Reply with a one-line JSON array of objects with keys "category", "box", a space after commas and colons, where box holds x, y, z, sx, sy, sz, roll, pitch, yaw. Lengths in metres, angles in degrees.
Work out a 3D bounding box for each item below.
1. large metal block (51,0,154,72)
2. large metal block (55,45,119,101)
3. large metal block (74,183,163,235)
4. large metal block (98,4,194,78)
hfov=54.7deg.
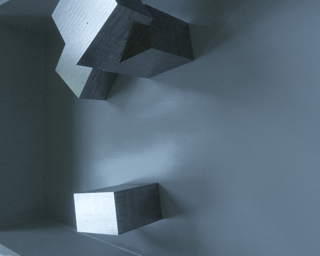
[{"category": "large metal block", "box": [-0.066, -0.122, 0.341, 0.080, 0.050, 0.080, -45, 63, 30]}, {"category": "large metal block", "box": [-0.109, -0.100, 0.481, 0.080, 0.050, 0.080, 46, 117, 30]}, {"category": "large metal block", "box": [-0.056, 0.106, 0.417, 0.080, 0.081, 0.050, -12, 83, 39]}, {"category": "large metal block", "box": [-0.017, -0.102, 0.385, 0.080, 0.081, 0.050, -14, 81, 39]}]
